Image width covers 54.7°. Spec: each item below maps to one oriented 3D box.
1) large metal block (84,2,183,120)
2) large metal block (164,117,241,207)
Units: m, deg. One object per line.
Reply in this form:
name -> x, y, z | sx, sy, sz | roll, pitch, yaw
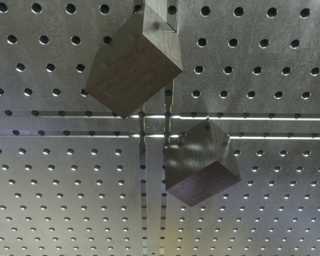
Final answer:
large metal block -> -0.026, -0.069, 0.316 | 0.080, 0.080, 0.050 | -37, 121, 27
large metal block -> 0.053, 0.046, 0.416 | 0.080, 0.080, 0.050 | -36, 122, 26
